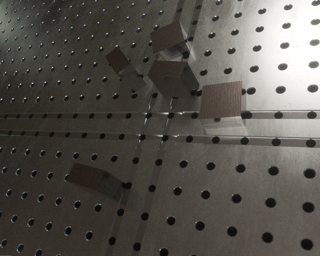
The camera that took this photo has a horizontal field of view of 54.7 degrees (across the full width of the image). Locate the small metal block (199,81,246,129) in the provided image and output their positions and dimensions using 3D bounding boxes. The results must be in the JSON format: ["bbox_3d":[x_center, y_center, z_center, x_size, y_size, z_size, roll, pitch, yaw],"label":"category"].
[{"bbox_3d":[0.078,-0.028,0.384,0.050,0.025,0.050,-4,60,25],"label":"small metal block"}]

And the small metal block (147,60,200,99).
[{"bbox_3d":[0.019,-0.065,0.421,0.050,0.050,0.025,10,67,32],"label":"small metal block"}]

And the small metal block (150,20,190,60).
[{"bbox_3d":[0.015,-0.133,0.481,0.050,0.025,0.050,-20,54,16],"label":"small metal block"}]

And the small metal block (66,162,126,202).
[{"bbox_3d":[-0.080,0.069,0.390,0.050,0.050,0.025,8,66,31],"label":"small metal block"}]

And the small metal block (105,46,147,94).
[{"bbox_3d":[-0.052,-0.088,0.472,0.025,0.050,0.050,-37,51,3],"label":"small metal block"}]
